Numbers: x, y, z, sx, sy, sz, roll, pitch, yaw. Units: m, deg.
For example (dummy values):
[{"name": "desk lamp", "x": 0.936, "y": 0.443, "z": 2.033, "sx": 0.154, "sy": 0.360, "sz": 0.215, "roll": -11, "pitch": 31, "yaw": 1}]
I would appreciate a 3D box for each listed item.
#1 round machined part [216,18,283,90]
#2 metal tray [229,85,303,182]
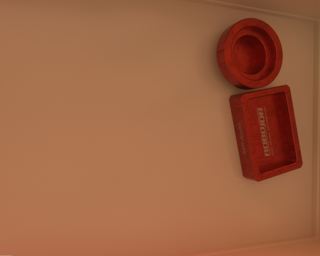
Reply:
[{"name": "round machined part", "x": 0.124, "y": -0.104, "z": 0.449, "sx": 0.099, "sy": 0.042, "sz": 0.097, "roll": 0, "pitch": 90, "yaw": -21}, {"name": "metal tray", "x": 0.161, "y": 0.006, "z": 0.469, "sx": 0.091, "sy": 0.030, "sz": 0.129, "roll": -13, "pitch": 95, "yaw": -20}]
